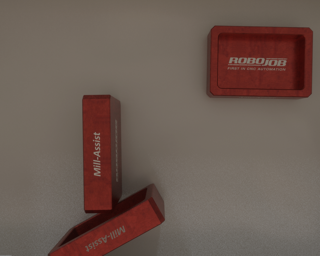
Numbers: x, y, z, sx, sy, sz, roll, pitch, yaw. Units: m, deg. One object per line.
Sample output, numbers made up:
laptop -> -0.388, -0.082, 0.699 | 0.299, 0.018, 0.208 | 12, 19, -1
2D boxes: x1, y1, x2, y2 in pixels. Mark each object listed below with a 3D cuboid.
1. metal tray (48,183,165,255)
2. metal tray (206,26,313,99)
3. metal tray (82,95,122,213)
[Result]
metal tray -> -0.058, 0.119, 0.378 | 0.130, 0.090, 0.030 | -29, 90, 0
metal tray -> 0.130, -0.085, 0.409 | 0.131, 0.030, 0.089 | 1, 90, 0
metal tray -> -0.068, 0.028, 0.378 | 0.030, 0.090, 0.129 | -1, 90, 0
